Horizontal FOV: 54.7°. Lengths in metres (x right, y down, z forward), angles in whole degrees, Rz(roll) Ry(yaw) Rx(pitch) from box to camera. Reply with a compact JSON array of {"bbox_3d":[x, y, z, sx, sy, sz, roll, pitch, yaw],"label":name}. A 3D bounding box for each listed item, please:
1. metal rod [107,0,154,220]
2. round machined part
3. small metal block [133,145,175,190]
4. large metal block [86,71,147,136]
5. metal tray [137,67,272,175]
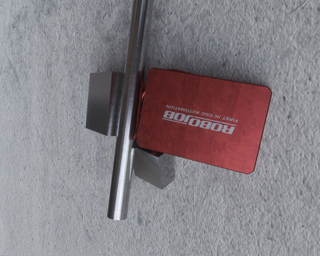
[{"bbox_3d":[-0.035,-0.036,0.381,0.025,0.025,0.298,10,94,39],"label":"metal rod"},{"bbox_3d":[0.010,-0.025,0.387,0.098,0.042,0.097,0,90,40],"label":"round machined part"},{"bbox_3d":[-0.010,0.044,0.402,0.050,0.025,0.050,20,129,38],"label":"small metal block"},{"bbox_3d":[-0.062,-0.034,0.427,0.080,0.050,0.079,13,99,57],"label":"large metal block"},{"bbox_3d":[0.046,-0.011,0.337,0.130,0.030,0.089,13,100,18],"label":"metal tray"}]
